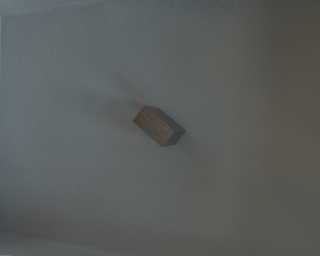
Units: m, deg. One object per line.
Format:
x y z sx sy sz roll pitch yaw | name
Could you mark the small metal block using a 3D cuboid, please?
0.000 -0.002 0.397 0.050 0.050 0.025 41 103 15 | small metal block
